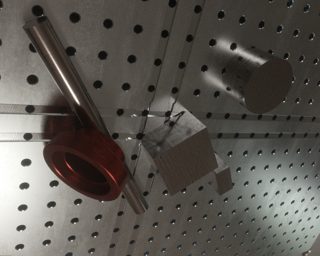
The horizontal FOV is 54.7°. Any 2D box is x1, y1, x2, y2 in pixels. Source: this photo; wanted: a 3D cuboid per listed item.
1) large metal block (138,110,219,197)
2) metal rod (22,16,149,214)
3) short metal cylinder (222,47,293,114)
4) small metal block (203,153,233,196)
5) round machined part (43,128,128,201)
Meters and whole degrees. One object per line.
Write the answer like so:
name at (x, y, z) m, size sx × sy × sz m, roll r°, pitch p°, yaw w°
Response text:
large metal block at (0.027, 0.035, 0.434) m, size 0.080 × 0.050 × 0.080 m, roll -30°, pitch 129°, yaw -9°
metal rod at (-0.073, 0.011, 0.379) m, size 0.025 × 0.025 × 0.299 m, roll -30°, pitch 129°, yaw -10°
short metal cylinder at (0.135, -0.066, 0.430) m, size 0.081 × 0.050 × 0.079 m, roll -14°, pitch 125°, yaw -21°
small metal block at (0.087, 0.070, 0.488) m, size 0.025 × 0.050 × 0.050 m, roll -27°, pitch 128°, yaw -12°
round machined part at (-0.080, 0.038, 0.358) m, size 0.042 × 0.098 × 0.098 m, roll -59°, pitch 142°, yaw -38°
